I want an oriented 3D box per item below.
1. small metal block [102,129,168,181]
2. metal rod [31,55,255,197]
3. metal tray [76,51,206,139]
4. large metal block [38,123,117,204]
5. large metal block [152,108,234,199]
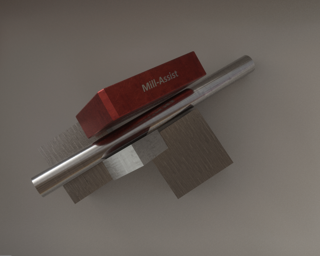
[{"bbox_3d":[-0.027,0.030,0.349,0.050,0.050,0.025,-30,90,36],"label":"small metal block"},{"bbox_3d":[-0.007,-0.011,0.373,0.302,0.025,0.025,-31,90,-16],"label":"metal rod"},{"bbox_3d":[-0.021,-0.037,0.350,0.131,0.090,0.030,-30,92,-32],"label":"metal tray"},{"bbox_3d":[-0.090,0.036,0.394,0.080,0.050,0.080,-34,90,0],"label":"large metal block"},{"bbox_3d":[0.033,0.031,0.398,0.080,0.050,0.080,-34,90,0],"label":"large metal block"}]
